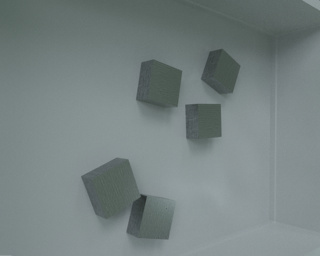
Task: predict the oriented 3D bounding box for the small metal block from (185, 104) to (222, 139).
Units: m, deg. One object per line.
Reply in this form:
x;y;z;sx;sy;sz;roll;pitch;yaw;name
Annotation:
0.065;-0.010;0.461;0.050;0.025;0.050;-3;92;-40;small metal block

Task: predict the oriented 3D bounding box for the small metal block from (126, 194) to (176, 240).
-0.010;0.113;0.398;0.050;0.025;0.050;20;77;-38;small metal block

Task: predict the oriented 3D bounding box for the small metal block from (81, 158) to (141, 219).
-0.056;0.068;0.360;0.050;0.025;0.050;-27;107;-37;small metal block

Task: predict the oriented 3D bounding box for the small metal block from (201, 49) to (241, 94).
0.096;-0.088;0.487;0.050;0.025;0.050;30;71;-36;small metal block

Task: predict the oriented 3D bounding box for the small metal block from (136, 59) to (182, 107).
0.000;-0.056;0.406;0.050;0.025;0.050;13;82;-39;small metal block
